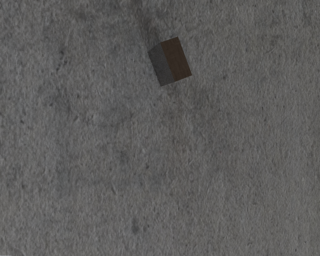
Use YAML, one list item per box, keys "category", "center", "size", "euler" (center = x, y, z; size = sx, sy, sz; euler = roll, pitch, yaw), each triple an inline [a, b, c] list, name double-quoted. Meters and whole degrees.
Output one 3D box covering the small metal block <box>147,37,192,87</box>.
- category: "small metal block"
  center: [0.012, -0.084, 0.400]
  size: [0.025, 0.050, 0.050]
  euler: [-24, 98, -18]
